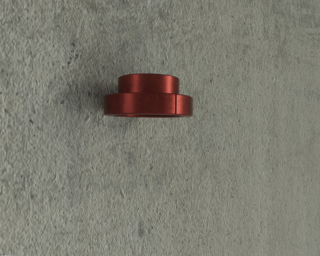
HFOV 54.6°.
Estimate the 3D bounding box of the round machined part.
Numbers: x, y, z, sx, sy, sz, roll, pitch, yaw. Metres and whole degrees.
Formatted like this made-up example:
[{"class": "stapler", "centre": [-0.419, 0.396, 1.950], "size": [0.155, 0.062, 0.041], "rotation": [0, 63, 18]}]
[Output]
[{"class": "round machined part", "centre": [-0.012, -0.034, 0.346], "size": [0.099, 0.098, 0.042], "rotation": [1, 90, -40]}]
